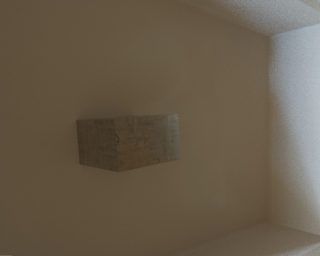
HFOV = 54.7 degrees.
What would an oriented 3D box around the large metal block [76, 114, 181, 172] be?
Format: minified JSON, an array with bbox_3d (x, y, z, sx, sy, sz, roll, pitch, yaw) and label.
[{"bbox_3d":[-0.036,0.013,0.343,0.081,0.080,0.050,-7,95,-40],"label":"large metal block"}]
